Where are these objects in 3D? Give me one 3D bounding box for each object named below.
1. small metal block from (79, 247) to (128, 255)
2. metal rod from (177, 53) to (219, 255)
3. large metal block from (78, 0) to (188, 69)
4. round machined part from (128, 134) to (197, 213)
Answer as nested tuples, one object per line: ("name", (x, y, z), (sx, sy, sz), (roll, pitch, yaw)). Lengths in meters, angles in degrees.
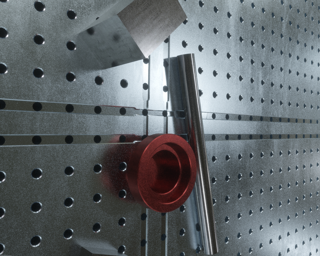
("small metal block", (-0.069, 0.167, 0.353), (0.050, 0.025, 0.050), (24, 75, -38))
("metal rod", (0.057, 0.042, 0.459), (0.025, 0.025, 0.298), (-14, 99, -39))
("large metal block", (-0.030, -0.116, 0.349), (0.080, 0.080, 0.050), (-51, 120, -28))
("round machined part", (-0.001, 0.056, 0.399), (0.099, 0.042, 0.097), (0, 90, -40))
